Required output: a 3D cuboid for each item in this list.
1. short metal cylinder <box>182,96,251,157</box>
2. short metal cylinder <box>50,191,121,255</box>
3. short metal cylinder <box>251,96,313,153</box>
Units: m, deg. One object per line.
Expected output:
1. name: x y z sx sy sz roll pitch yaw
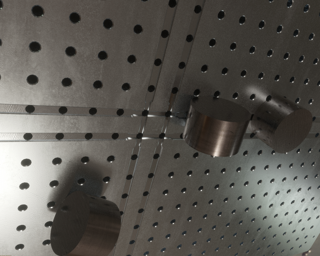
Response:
1. short metal cylinder: 0.075 -0.004 0.416 0.081 0.080 0.050 -3 120 -27
2. short metal cylinder: -0.097 0.128 0.403 0.050 0.080 0.080 32 100 -39
3. short metal cylinder: 0.196 -0.006 0.502 0.081 0.050 0.079 -14 125 -21
